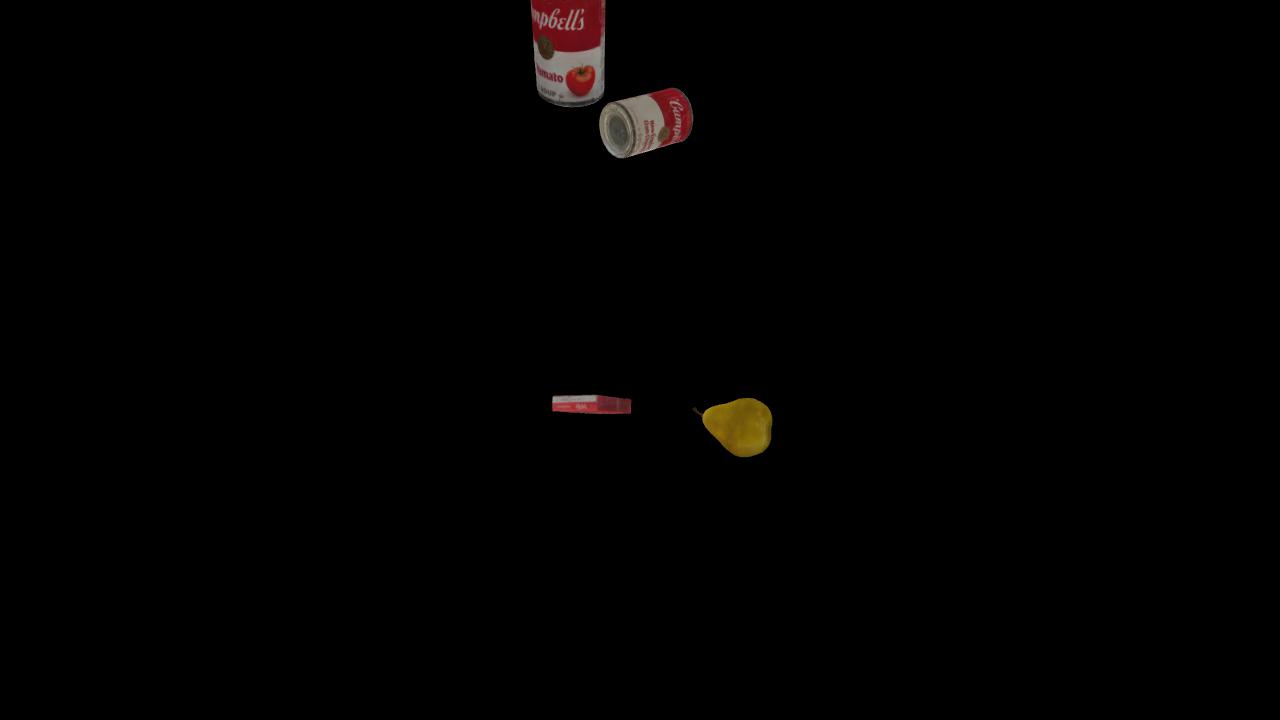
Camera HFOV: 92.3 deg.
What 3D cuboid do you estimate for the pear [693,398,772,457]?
[{"bbox_3d":[0.121,0.089,0.835,0.111,0.080,0.080,3,1,22],"label":"pear"}]

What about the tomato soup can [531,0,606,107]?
[{"bbox_3d":[-0.065,-0.295,0.563,0.068,0.068,0.101,0,-40,-4],"label":"tomato soup can"}]

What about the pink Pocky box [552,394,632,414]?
[{"bbox_3d":[-0.080,0.078,1.071,0.084,0.029,0.155,-2,-7,20],"label":"pink Pocky box"}]

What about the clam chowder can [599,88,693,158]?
[{"bbox_3d":[0.008,-0.297,0.772,0.102,0.068,0.068,-28,15,-32],"label":"clam chowder can"}]
